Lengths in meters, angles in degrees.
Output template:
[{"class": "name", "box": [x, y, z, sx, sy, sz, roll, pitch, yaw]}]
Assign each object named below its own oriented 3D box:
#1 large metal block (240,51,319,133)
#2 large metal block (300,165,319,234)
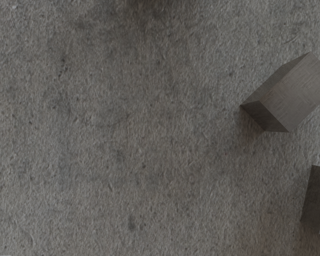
[{"class": "large metal block", "box": [0.156, -0.041, 0.385, 0.080, 0.080, 0.050, -44, 91, 0]}, {"class": "large metal block", "box": [0.240, 0.098, 0.401, 0.080, 0.050, 0.080, 12, 90, -1]}]
